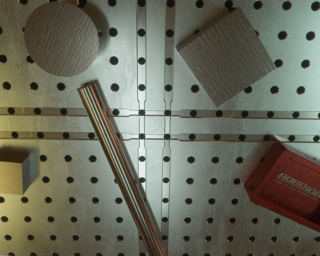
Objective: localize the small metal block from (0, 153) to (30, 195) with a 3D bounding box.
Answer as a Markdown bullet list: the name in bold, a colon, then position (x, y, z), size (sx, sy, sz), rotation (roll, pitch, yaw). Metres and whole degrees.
- **small metal block**: position (-0.213, 0.064, 0.434), size (0.050, 0.025, 0.050), rotation (6, 110, -3)

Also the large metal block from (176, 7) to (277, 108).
- **large metal block**: position (0.076, -0.085, 0.370), size (0.080, 0.050, 0.080), rotation (-34, 107, 11)

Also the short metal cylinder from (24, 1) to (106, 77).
- **short metal cylinder**: position (-0.107, -0.104, 0.360), size (0.081, 0.050, 0.079), rotation (0, 110, -1)

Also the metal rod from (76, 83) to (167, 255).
- **metal rod**: position (-0.046, 0.080, 0.442), size (0.025, 0.025, 0.298), rotation (-18, 110, 6)

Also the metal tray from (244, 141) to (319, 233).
- **metal tray**: position (0.201, 0.086, 0.445), size (0.131, 0.030, 0.089), rotation (25, 108, -10)
